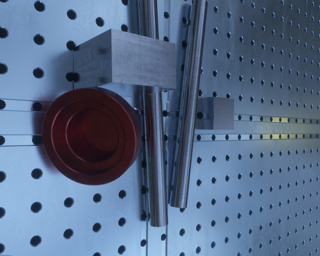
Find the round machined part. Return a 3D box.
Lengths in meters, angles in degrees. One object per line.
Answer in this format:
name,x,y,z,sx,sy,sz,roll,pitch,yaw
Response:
round machined part,-0.066,0.006,0.321,0.042,0.098,0.097,-44,125,-74

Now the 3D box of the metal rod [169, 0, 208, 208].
metal rod,0.042,-0.038,0.446,0.025,0.025,0.298,11,83,-40

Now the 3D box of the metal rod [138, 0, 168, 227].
metal rod,-0.009,-0.022,0.403,0.025,0.025,0.298,-5,93,-40

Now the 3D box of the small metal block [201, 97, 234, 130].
small metal block,0.091,-0.022,0.488,0.050,0.025,0.050,0,90,-40

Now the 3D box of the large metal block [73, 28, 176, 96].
large metal block,-0.039,-0.066,0.341,0.081,0.080,0.050,0,88,-40
